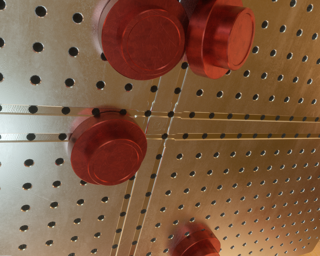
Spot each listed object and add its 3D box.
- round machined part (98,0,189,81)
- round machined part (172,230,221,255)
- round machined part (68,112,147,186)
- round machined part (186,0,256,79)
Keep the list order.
[{"bbox_3d":[-0.013,-0.095,0.329,0.099,0.042,0.097,-11,125,-16],"label":"round machined part"},{"bbox_3d":[0.076,0.248,0.594,0.099,0.042,0.097,-14,124,-21],"label":"round machined part"},{"bbox_3d":[-0.061,0.033,0.387,0.099,0.042,0.097,-14,124,-21],"label":"round machined part"},{"bbox_3d":[0.074,-0.103,0.351,0.099,0.042,0.097,-33,133,-43],"label":"round machined part"}]
